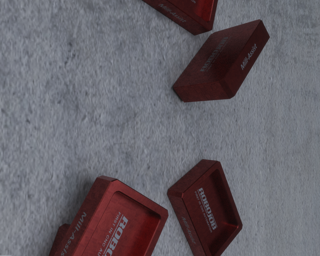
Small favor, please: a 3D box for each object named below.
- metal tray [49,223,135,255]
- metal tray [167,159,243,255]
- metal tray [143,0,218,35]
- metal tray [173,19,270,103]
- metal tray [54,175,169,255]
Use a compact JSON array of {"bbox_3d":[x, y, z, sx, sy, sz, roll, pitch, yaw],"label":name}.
[{"bbox_3d":[-0.084,0.178,0.332,0.090,0.030,0.130,28,72,-37],"label":"metal tray"},{"bbox_3d":[0.072,0.124,0.464,0.091,0.030,0.129,-35,112,-35],"label":"metal tray"},{"bbox_3d":[0.027,-0.198,0.425,0.131,0.030,0.090,20,78,-39],"label":"metal tray"},{"bbox_3d":[0.087,-0.094,0.437,0.030,0.090,0.130,51,60,-29],"label":"metal tray"},{"bbox_3d":[-0.053,0.126,0.318,0.090,0.030,0.130,40,65,-33],"label":"metal tray"}]
